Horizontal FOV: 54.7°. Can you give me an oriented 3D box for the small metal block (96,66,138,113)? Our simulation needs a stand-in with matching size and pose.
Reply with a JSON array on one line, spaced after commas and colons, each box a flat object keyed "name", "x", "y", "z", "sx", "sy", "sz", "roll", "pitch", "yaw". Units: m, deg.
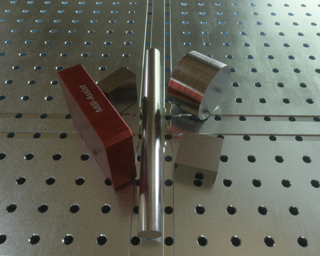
[{"name": "small metal block", "x": -0.059, "y": -0.049, "z": 0.431, "sx": 0.025, "sy": 0.050, "sz": 0.050, "roll": 34, "pitch": 58, "yaw": 25}]

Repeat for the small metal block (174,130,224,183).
[{"name": "small metal block", "x": 0.048, "y": 0.034, "z": 0.380, "sx": 0.050, "sy": 0.025, "sz": 0.050, "roll": 12, "pitch": 51, "yaw": 9}]

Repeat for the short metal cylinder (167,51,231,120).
[{"name": "short metal cylinder", "x": 0.053, "y": -0.058, "z": 0.421, "sx": 0.050, "sy": 0.080, "sz": 0.080, "roll": 31, "pitch": 56, "yaw": 23}]

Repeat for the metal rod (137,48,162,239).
[{"name": "metal rod", "x": -0.011, "y": -0.006, "z": 0.412, "sx": 0.025, "sy": 0.025, "sz": 0.300, "roll": 0, "pitch": 50, "yaw": -1}]

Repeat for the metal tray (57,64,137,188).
[{"name": "metal tray", "x": -0.075, "y": -0.003, "z": 0.366, "sx": 0.030, "sy": 0.089, "sz": 0.130, "roll": -26, "pitch": 55, "yaw": -20}]
